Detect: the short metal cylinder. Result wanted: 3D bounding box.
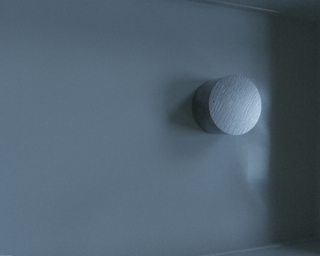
[{"bbox_3d":[0.091,-0.031,0.430,0.081,0.050,0.080,0,90,-20],"label":"short metal cylinder"}]
